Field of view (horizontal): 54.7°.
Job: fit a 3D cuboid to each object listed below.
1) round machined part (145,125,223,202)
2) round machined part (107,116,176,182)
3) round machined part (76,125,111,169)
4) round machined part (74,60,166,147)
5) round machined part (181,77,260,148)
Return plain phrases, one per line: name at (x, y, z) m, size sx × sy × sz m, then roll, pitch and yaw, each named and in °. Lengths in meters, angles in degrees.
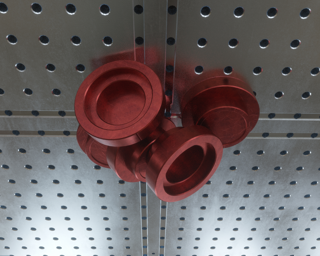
round machined part at (0.024, 0.037, 0.370) m, size 0.099 × 0.042 × 0.097 m, roll -23°, pitch 134°, yaw -25°
round machined part at (-0.015, 0.030, 0.394) m, size 0.099 × 0.042 × 0.097 m, roll -25°, pitch 133°, yaw -29°
round machined part at (-0.062, 0.017, 0.414) m, size 0.099 × 0.042 × 0.097 m, roll -1°, pitch 130°, yaw 0°
round machined part at (-0.041, -0.024, 0.349) m, size 0.098 × 0.098 × 0.042 m, roll -10°, pitch 155°, yaw 7°
round machined part at (0.076, -0.012, 0.391) m, size 0.099 × 0.042 × 0.097 m, roll -1°, pitch 130°, yaw 0°
